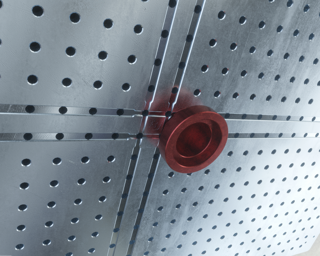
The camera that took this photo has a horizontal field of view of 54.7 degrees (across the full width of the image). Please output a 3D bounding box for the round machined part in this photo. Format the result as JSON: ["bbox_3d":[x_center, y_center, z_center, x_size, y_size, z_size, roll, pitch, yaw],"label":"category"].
[{"bbox_3d":[0.043,0.012,0.433,0.099,0.042,0.097,-14,125,-21],"label":"round machined part"}]
